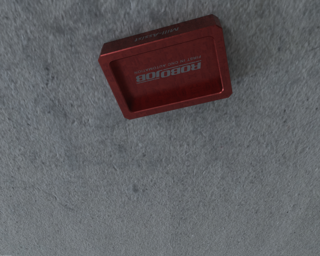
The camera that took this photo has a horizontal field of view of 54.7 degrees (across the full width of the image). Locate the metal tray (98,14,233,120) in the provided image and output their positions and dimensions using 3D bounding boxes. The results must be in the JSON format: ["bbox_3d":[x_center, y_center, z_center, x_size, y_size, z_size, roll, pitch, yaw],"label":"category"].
[{"bbox_3d":[0.009,-0.064,0.349,0.131,0.030,0.090,-12,129,10],"label":"metal tray"}]
